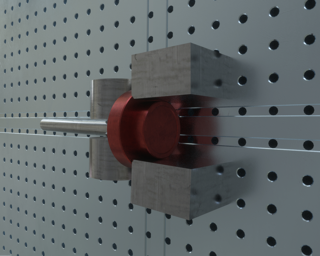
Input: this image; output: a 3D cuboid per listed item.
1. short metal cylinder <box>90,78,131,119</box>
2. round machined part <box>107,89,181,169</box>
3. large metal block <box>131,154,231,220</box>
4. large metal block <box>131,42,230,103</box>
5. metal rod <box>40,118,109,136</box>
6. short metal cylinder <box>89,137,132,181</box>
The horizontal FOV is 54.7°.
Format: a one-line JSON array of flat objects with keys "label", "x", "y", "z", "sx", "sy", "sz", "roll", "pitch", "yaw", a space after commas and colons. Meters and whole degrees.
[{"label": "short metal cylinder", "x": -0.053, "y": -0.037, "z": 0.418, "sx": 0.080, "sy": 0.081, "sz": 0.050, "roll": 1, "pitch": 91, "yaw": 40}, {"label": "round machined part", "x": -0.012, "y": 0.002, "z": 0.371, "sx": 0.042, "sy": 0.099, "sz": 0.097, "roll": 1, "pitch": 91, "yaw": 40}, {"label": "large metal block", "x": 0.024, "y": 0.062, "z": 0.354, "sx": 0.080, "sy": 0.081, "sz": 0.050, "roll": 4, "pitch": 93, "yaw": 40}, {"label": "large metal block", "x": 0.025, "y": -0.058, "z": 0.354, "sx": 0.080, "sy": 0.081, "sz": 0.050, "roll": 0, "pitch": 90, "yaw": 40}, {"label": "metal rod", "x": -0.107, "y": -0.001, "z": 0.483, "sx": 0.300, "sy": 0.025, "sz": 0.025, "roll": 3, "pitch": 92, "yaw": 44}, {"label": "short metal cylinder", "x": -0.054, "y": 0.038, "z": 0.418, "sx": 0.080, "sy": 0.081, "sz": 0.050, "roll": 2, "pitch": 92, "yaw": 40}]
